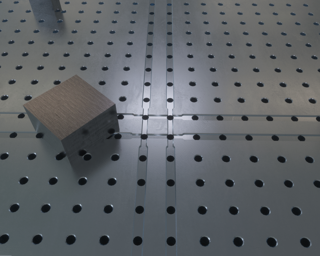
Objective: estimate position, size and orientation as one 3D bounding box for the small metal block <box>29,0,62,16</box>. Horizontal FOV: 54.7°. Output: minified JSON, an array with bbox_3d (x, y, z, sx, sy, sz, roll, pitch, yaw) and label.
[{"bbox_3d":[-0.225,-0.250,0.600,0.050,0.050,0.025,13,52,11],"label":"small metal block"}]

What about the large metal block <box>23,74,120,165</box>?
[{"bbox_3d":[-0.112,-0.013,0.402,0.080,0.050,0.080,36,59,26],"label":"large metal block"}]
